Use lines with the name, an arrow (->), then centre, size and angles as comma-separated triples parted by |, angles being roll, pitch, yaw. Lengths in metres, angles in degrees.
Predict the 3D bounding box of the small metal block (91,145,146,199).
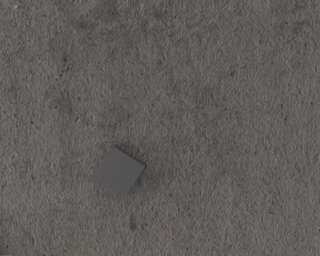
small metal block -> -0.054, 0.057, 0.410 | 0.050, 0.025, 0.050 | 33, 90, 0
